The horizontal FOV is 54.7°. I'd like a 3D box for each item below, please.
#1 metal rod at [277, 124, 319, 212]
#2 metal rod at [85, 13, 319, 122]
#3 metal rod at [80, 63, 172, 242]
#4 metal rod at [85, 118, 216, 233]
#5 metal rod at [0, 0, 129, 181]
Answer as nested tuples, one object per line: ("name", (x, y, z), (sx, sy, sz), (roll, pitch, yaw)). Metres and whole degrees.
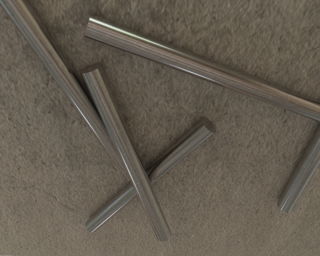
("metal rod", (0.223, 0.018, 0.426), (0.025, 0.025, 0.298), (3, 130, -4))
("metal rod", (0.066, -0.062, 0.355), (0.302, 0.025, 0.025), (17, 128, -15))
("metal rod", (-0.036, 0.053, 0.426), (0.025, 0.025, 0.298), (-13, 122, 10))
("metal rod", (-0.029, 0.086, 0.479), (0.025, 0.025, 0.299), (31, 123, -24))
("metal rod", (-0.096, -0.036, 0.375), (0.025, 0.025, 0.299), (-17, 129, 13))
